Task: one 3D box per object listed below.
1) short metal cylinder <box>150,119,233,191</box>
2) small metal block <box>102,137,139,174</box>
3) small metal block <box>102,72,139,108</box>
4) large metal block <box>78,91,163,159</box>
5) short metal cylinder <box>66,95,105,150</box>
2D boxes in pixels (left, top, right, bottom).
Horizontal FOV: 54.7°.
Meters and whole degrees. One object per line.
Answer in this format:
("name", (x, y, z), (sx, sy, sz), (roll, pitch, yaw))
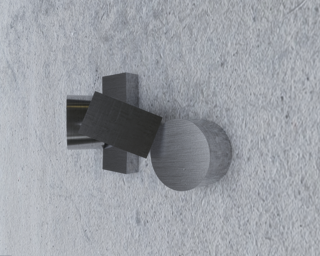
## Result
("short metal cylinder", (0.036, 0.029, 0.359), (0.080, 0.050, 0.079), (0, 90, 39))
("small metal block", (-0.057, 0.037, 0.450), (0.050, 0.025, 0.050), (4, 92, 39))
("small metal block", (-0.058, -0.051, 0.451), (0.050, 0.025, 0.050), (-1, 89, 39))
("large metal block", (-0.047, -0.002, 0.383), (0.080, 0.080, 0.050), (21, 87, -5))
("short metal cylinder", (-0.109, -0.008, 0.454), (0.080, 0.050, 0.079), (180, 89, -75))
